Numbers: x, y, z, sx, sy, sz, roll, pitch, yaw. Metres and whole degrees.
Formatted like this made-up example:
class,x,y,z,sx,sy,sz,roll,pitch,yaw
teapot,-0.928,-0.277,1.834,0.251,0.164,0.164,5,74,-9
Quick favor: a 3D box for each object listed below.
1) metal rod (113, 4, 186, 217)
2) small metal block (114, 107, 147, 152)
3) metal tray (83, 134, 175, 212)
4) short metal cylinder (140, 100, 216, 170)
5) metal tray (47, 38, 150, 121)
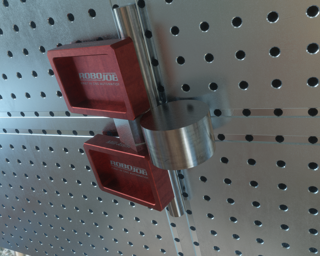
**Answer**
class,x,y,z,sx,sy,sz,roll,pitch,yaw
metal rod,-0.007,-0.004,0.407,0.025,0.025,0.298,0,119,28
small metal block,-0.037,-0.002,0.411,0.050,0.025,0.050,26,136,53
metal tray,-0.047,0.061,0.448,0.130,0.030,0.089,8,123,38
short metal cylinder,0.022,0.006,0.363,0.080,0.080,0.050,0,119,28
metal tray,-0.080,-0.061,0.390,0.130,0.030,0.089,8,123,39
